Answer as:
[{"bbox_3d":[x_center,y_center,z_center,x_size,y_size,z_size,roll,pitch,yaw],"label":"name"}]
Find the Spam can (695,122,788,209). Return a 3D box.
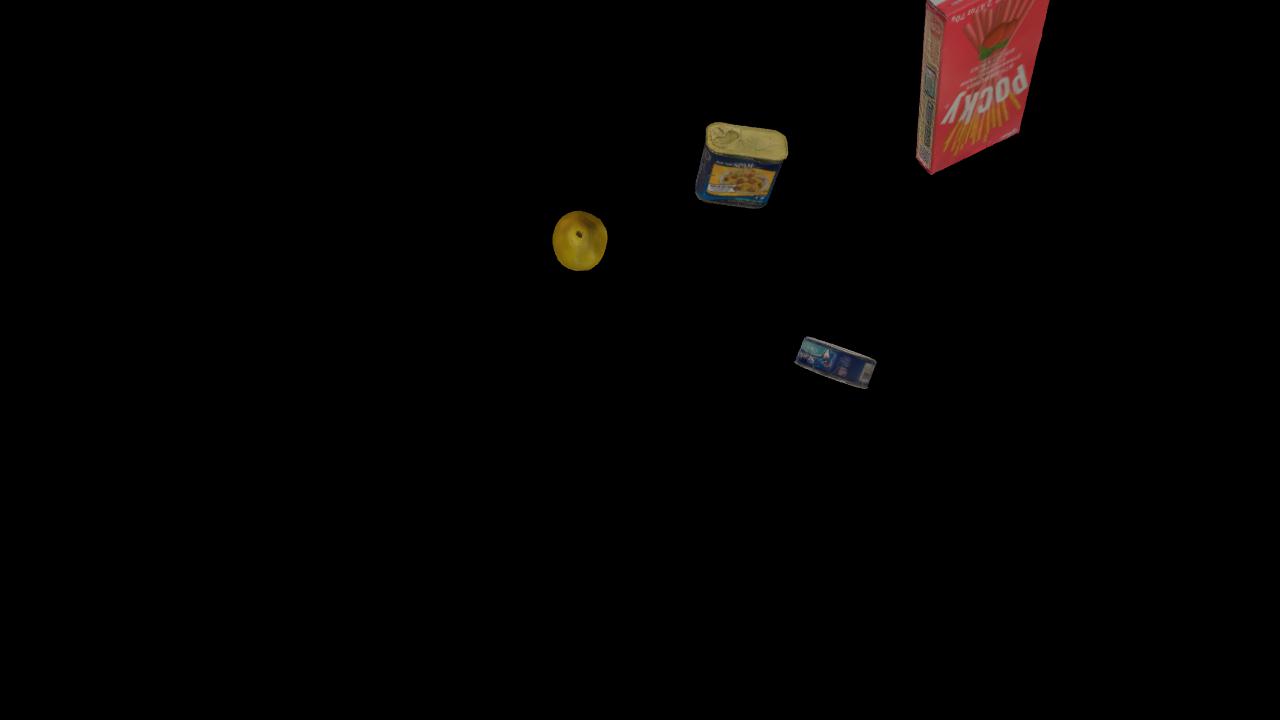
[{"bbox_3d":[0.125,-0.243,0.779,0.101,0.058,0.085,7,-32,-2],"label":"Spam can"}]

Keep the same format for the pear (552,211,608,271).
[{"bbox_3d":[-0.081,-0.164,0.812,0.080,0.080,0.111,0,-8,-4],"label":"pear"}]

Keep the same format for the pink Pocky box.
[{"bbox_3d":[0.267,-0.226,0.486,0.084,0.029,0.155,-25,-35,5],"label":"pink Pocky box"}]

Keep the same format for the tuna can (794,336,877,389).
[{"bbox_3d":[0.219,0.002,0.689,0.084,0.034,0.084,18,9,-3],"label":"tuna can"}]
